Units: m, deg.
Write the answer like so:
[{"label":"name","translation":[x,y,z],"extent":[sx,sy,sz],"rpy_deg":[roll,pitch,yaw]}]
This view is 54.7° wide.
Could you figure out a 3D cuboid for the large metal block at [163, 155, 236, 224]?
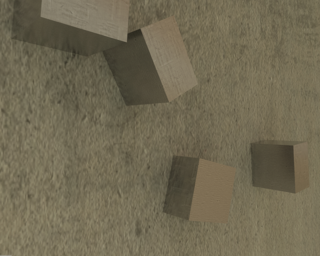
[{"label":"large metal block","translation":[0.057,0.087,0.439],"extent":[0.080,0.050,0.080],"rpy_deg":[18,78,-39]}]

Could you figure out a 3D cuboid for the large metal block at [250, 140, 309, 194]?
[{"label":"large metal block","translation":[0.212,0.065,0.551],"extent":[0.050,0.080,0.079],"rpy_deg":[-7,95,-40]}]

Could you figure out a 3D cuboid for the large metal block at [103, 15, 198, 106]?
[{"label":"large metal block","translation":[-0.014,-0.074,0.359],"extent":[0.050,0.080,0.080],"rpy_deg":[-35,112,-35]}]

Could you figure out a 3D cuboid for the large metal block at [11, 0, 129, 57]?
[{"label":"large metal block","translation":[-0.086,-0.109,0.297],"extent":[0.081,0.080,0.050],"rpy_deg":[5,87,-40]}]
